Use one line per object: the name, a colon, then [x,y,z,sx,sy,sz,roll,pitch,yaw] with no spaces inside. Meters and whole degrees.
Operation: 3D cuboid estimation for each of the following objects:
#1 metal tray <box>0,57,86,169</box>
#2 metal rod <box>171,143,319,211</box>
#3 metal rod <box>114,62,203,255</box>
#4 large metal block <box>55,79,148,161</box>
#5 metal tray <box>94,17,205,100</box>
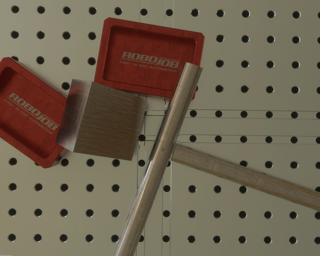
metal tray: [-0.170,-0.019,0.408,0.130,0.030,0.090,36,90,-1]
metal rod: [0.161,0.081,0.415,0.302,0.025,0.025,19,90,-1]
metal rod: [-0.010,0.063,0.395,0.025,0.025,0.298,20,97,-1]
large metal block: [-0.070,-0.009,0.380,0.081,0.050,0.080,15,90,-41]
metal tray: [-0.013,-0.088,0.410,0.131,0.030,0.089,9,90,-1]
